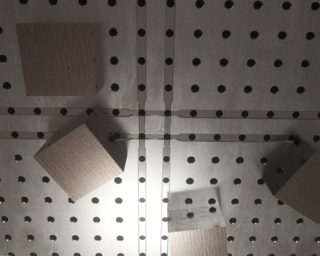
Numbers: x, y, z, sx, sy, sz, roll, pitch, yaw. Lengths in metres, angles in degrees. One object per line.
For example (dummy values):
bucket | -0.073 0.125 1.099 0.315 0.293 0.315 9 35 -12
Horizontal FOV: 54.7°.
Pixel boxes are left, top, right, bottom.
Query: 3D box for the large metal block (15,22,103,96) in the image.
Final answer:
large metal block | -0.114 -0.083 0.368 0.081 0.050 0.079 0 110 -1

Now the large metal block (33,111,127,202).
large metal block | -0.102 0.037 0.413 0.080 0.050 0.080 -32 107 10

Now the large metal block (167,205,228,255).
large metal block | 0.056 0.168 0.463 0.080 0.050 0.079 -7 110 2

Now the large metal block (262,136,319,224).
large metal block | 0.206 0.072 0.430 0.080 0.050 0.080 32 107 -12
